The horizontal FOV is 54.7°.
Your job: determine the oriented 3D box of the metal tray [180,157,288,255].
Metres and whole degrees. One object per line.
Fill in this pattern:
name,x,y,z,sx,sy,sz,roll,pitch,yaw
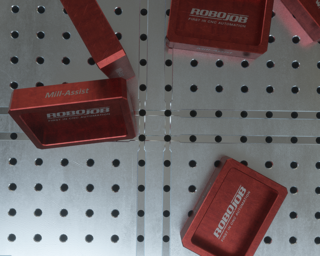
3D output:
metal tray,0.096,0.114,0.412,0.090,0.030,0.130,29,90,-1

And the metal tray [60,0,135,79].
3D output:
metal tray,-0.068,-0.104,0.360,0.030,0.130,0.090,-29,90,0

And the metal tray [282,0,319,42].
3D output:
metal tray,0.239,-0.191,0.413,0.130,0.030,0.090,-39,91,-1

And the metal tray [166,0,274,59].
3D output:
metal tray,0.078,-0.147,0.411,0.131,0.030,0.089,7,90,-1

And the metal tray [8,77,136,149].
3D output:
metal tray,-0.100,-0.015,0.378,0.131,0.090,0.030,-7,57,-1
